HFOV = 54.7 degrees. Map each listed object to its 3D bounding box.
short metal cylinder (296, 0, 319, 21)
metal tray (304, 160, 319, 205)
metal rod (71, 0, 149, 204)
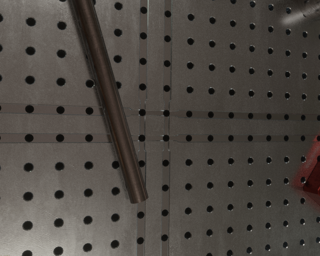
[{"bbox_3d":[0.270,-0.221,0.501,0.081,0.050,0.079,0,90,-20],"label":"short metal cylinder"},{"bbox_3d":[0.313,0.079,0.528,0.090,0.030,0.130,40,77,-16],"label":"metal tray"},{"bbox_3d":[-0.066,-0.050,0.388,0.025,0.025,0.298,-17,96,-20],"label":"metal rod"}]
